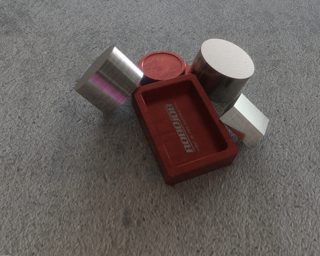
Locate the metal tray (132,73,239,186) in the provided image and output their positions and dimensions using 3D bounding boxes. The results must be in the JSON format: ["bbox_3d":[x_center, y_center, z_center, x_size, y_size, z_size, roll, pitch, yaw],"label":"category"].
[{"bbox_3d":[0.027,-0.003,0.390,0.091,0.030,0.130,-17,62,-14],"label":"metal tray"}]

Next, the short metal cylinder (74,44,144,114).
[{"bbox_3d":[-0.068,-0.065,0.414,0.050,0.080,0.080,41,48,-24],"label":"short metal cylinder"}]

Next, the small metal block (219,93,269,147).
[{"bbox_3d":[0.108,-0.011,0.392,0.050,0.025,0.050,45,34,1],"label":"small metal block"}]

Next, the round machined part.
[{"bbox_3d":[0.003,-0.078,0.460,0.099,0.042,0.098,0,50,0],"label":"round machined part"}]

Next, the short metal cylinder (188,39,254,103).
[{"bbox_3d":[0.086,-0.082,0.445,0.081,0.050,0.080,11,50,-14],"label":"short metal cylinder"}]
